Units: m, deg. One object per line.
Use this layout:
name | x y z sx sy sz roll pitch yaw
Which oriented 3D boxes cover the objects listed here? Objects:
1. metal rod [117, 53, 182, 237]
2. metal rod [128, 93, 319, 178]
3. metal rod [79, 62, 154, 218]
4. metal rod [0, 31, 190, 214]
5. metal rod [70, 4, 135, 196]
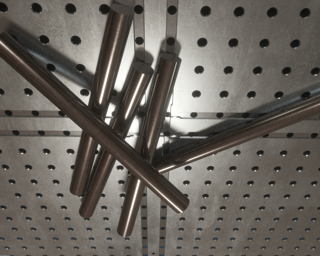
metal rod | -0.023 0.044 0.423 0.025 0.025 0.298 10 122 -9
metal rod | 0.089 0.017 0.427 0.300 0.025 0.025 -23 127 18
metal rod | -0.073 0.038 0.442 0.025 0.025 0.298 16 128 -14
metal rod | -0.071 0.006 0.376 0.025 0.025 0.300 -36 110 26
metal rod | -0.084 -0.011 0.401 0.025 0.025 0.298 14 129 -12
